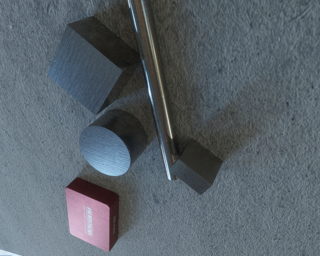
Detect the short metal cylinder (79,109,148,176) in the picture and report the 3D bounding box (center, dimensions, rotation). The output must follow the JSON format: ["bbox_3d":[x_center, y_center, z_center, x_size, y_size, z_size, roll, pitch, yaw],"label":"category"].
[{"bbox_3d":[-0.065,0.020,0.436,0.080,0.050,0.079,13,124,20],"label":"short metal cylinder"}]

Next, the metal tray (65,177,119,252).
[{"bbox_3d":[-0.122,0.159,0.564,0.090,0.030,0.129,18,126,17],"label":"metal tray"}]

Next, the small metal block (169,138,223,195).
[{"bbox_3d":[0.047,0.048,0.395,0.050,0.050,0.025,38,129,2],"label":"small metal block"}]

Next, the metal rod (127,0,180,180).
[{"bbox_3d":[-0.007,-0.065,0.368,0.025,0.025,0.298,2,120,27],"label":"metal rod"}]

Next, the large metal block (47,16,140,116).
[{"bbox_3d":[-0.081,-0.077,0.384,0.080,0.050,0.080,40,129,0],"label":"large metal block"}]
